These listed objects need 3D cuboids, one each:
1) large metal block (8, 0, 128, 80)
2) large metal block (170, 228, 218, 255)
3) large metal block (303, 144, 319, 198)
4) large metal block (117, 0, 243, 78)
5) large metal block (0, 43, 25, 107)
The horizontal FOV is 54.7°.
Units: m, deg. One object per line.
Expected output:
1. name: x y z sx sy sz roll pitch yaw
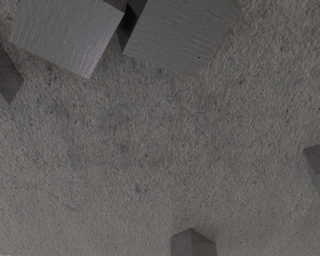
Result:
1. large metal block: -0.086 -0.107 0.299 0.080 0.050 0.080 25 126 -20
2. large metal block: 0.066 0.249 0.583 0.050 0.080 0.080 -36 122 26
3. large metal block: 0.262 0.061 0.445 0.080 0.050 0.080 -21 127 17
4. large metal block: 0.014 -0.104 0.291 0.081 0.050 0.080 13 130 -28
5. large metal block: -0.212 -0.062 0.335 0.080 0.050 0.080 -11 130 9
